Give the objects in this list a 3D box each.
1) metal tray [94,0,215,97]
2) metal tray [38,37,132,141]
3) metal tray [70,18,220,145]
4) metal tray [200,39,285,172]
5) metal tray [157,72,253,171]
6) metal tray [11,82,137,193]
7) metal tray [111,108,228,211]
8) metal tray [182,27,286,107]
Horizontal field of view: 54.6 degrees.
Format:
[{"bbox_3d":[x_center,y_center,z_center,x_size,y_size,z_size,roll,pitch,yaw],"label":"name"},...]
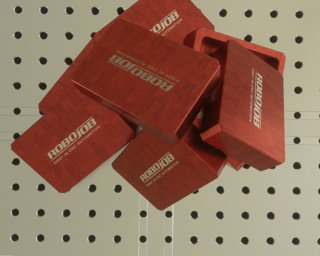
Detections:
[{"bbox_3d":[-0.006,-0.114,0.392,0.130,0.030,0.090,-43,92,-14],"label":"metal tray"},{"bbox_3d":[-0.082,-0.049,0.410,0.090,0.030,0.130,39,90,0],"label":"metal tray"},{"bbox_3d":[-0.015,-0.052,0.323,0.130,0.030,0.090,29,75,19],"label":"metal tray"},{"bbox_3d":[0.097,-0.028,0.348,0.090,0.030,0.130,28,54,-20],"label":"metal tray"},{"bbox_3d":[0.050,-0.008,0.382,0.130,0.090,0.030,44,91,1],"label":"metal tray"},{"bbox_3d":[-0.105,0.011,0.388,0.130,0.030,0.090,-38,106,11],"label":"metal tray"},{"bbox_3d":[0.005,0.041,0.367,0.090,0.129,0.030,43,48,-1],"label":"metal tray"},{"bbox_3d":[0.090,-0.063,0.389,0.131,0.030,0.090,10,90,-20],"label":"metal tray"}]
